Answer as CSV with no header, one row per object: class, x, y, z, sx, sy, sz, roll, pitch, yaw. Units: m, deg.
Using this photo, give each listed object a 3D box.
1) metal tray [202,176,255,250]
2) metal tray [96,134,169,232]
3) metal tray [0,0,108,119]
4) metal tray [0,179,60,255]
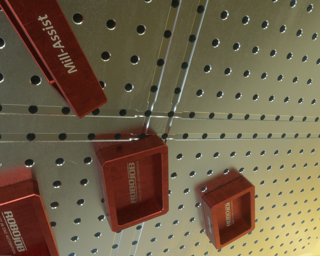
metal tray,0.131,0.160,0.576,0.091,0.030,0.129,-23,127,-14
metal tray,-0.035,0.080,0.437,0.091,0.030,0.129,-15,125,-20
metal tray,-0.099,-0.079,0.263,0.030,0.090,0.130,-35,130,-15
metal tray,-0.185,0.133,0.388,0.091,0.030,0.129,-15,125,-20
